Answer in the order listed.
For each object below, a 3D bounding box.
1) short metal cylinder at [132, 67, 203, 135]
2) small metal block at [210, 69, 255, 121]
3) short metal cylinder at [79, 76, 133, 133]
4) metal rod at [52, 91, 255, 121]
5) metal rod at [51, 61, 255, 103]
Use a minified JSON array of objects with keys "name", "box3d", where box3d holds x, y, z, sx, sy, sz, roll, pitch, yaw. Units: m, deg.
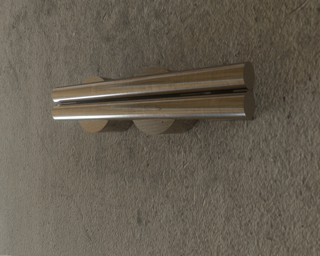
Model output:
[{"name":"short metal cylinder","box3d":[0.007,-0.032,0.385,0.080,0.050,0.080,0,90,40]},{"name":"small metal block","box3d":[0.077,-0.033,0.328,0.025,0.050,0.050,-2,88,40]},{"name":"short metal cylinder","box3d":[-0.078,-0.033,0.454,0.080,0.050,0.080,0,90,40]},{"name":"metal rod","box3d":[-0.036,-0.022,0.370,0.300,0.025,0.025,1,91,40]},{"name":"metal rod","box3d":[-0.036,-0.048,0.370,0.300,0.025,0.025,1,91,40]}]
